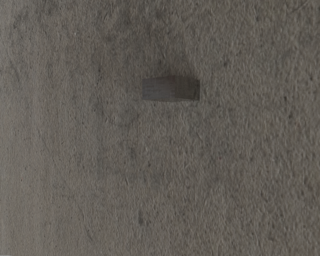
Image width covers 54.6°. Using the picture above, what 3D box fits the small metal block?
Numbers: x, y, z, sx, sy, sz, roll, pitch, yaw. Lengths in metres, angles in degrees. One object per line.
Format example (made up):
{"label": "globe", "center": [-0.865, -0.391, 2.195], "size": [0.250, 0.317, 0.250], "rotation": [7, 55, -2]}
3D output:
{"label": "small metal block", "center": [0.014, -0.046, 0.378], "size": [0.050, 0.050, 0.025], "rotation": [1, 91, 40]}
